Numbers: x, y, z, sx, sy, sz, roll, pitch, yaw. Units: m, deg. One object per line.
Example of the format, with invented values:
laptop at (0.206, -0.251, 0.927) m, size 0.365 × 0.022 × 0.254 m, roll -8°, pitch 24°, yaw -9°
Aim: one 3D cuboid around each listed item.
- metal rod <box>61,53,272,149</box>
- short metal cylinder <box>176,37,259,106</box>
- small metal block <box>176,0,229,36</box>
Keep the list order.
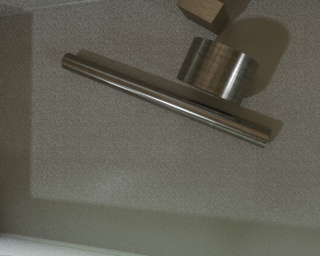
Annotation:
metal rod at (-0.005, -0.043, 0.411) m, size 0.301 × 0.025 × 0.025 m, roll 23°, pitch 98°, yaw 18°
short metal cylinder at (0.066, -0.064, 0.358) m, size 0.080 × 0.080 × 0.050 m, roll 26°, pitch 99°, yaw 17°
small metal block at (0.053, -0.142, 0.378) m, size 0.050 × 0.050 × 0.025 m, roll 35°, pitch 101°, yaw 16°
